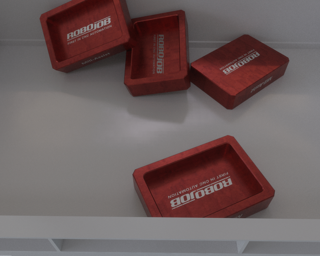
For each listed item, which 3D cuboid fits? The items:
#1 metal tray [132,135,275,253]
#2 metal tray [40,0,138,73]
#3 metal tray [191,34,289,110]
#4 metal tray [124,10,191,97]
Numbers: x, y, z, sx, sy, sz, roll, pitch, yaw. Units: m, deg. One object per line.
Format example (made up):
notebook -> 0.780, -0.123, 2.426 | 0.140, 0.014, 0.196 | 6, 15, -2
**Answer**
metal tray -> 0.046, 0.068, 0.344 | 0.131, 0.030, 0.090 | -19, 53, -15
metal tray -> -0.108, -0.146, 0.462 | 0.130, 0.030, 0.090 | -17, 86, 16
metal tray -> 0.121, -0.091, 0.479 | 0.131, 0.030, 0.090 | -32, 57, -24
metal tray -> -0.003, -0.114, 0.466 | 0.090, 0.030, 0.130 | -6, 62, 12
